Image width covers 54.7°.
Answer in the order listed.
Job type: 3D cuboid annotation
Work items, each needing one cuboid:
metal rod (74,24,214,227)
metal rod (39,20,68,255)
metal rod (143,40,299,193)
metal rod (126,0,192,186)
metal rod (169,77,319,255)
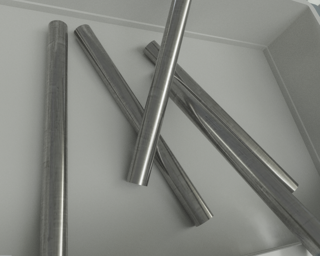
[{"bbox_3d":[-0.027,-0.012,0.397,0.025,0.025,0.299,-24,75,-37],"label":"metal rod"},{"bbox_3d":[-0.116,-0.003,0.345,0.025,0.025,0.299,6,59,-26],"label":"metal rod"},{"bbox_3d":[0.088,-0.017,0.462,0.300,0.025,0.025,46,51,3],"label":"metal rod"},{"bbox_3d":[0.008,-0.079,0.383,0.025,0.025,0.299,17,78,-19],"label":"metal rod"},{"bbox_3d":[0.072,0.014,0.357,0.025,0.025,0.300,-6,40,-31],"label":"metal rod"}]
